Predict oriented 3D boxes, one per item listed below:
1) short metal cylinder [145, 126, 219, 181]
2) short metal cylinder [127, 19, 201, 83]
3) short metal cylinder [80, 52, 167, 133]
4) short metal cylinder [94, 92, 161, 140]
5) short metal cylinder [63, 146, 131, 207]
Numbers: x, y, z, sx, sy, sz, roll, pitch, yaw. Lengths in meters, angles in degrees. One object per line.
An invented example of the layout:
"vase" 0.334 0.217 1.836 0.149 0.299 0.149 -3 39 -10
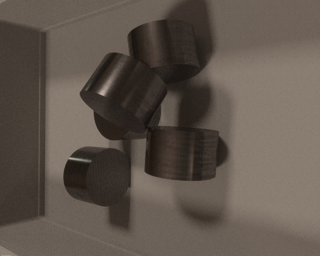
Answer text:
"short metal cylinder" 0.024 0.026 0.350 0.080 0.081 0.050 7 95 39
"short metal cylinder" 0.004 -0.086 0.366 0.080 0.081 0.050 -12 82 39
"short metal cylinder" -0.039 -0.037 0.340 0.080 0.080 0.050 15 68 38
"short metal cylinder" -0.046 -0.024 0.426 0.080 0.050 0.079 0 90 39
"short metal cylinder" -0.088 0.067 0.441 0.050 0.081 0.079 1 91 40
